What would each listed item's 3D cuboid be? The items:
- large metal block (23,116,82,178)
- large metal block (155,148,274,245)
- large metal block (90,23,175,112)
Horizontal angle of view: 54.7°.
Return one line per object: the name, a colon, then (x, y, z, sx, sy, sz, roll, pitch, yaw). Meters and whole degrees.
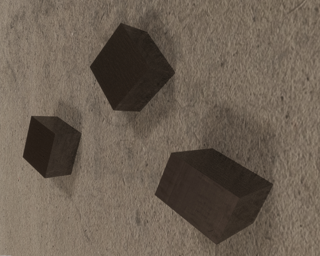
large metal block: (-0.190, 0.031, 0.542, 0.080, 0.050, 0.079, 28, 108, 36)
large metal block: (0.056, 0.064, 0.321, 0.080, 0.081, 0.050, 32, 110, 35)
large metal block: (-0.039, -0.079, 0.419, 0.080, 0.050, 0.080, -45, 63, 30)
